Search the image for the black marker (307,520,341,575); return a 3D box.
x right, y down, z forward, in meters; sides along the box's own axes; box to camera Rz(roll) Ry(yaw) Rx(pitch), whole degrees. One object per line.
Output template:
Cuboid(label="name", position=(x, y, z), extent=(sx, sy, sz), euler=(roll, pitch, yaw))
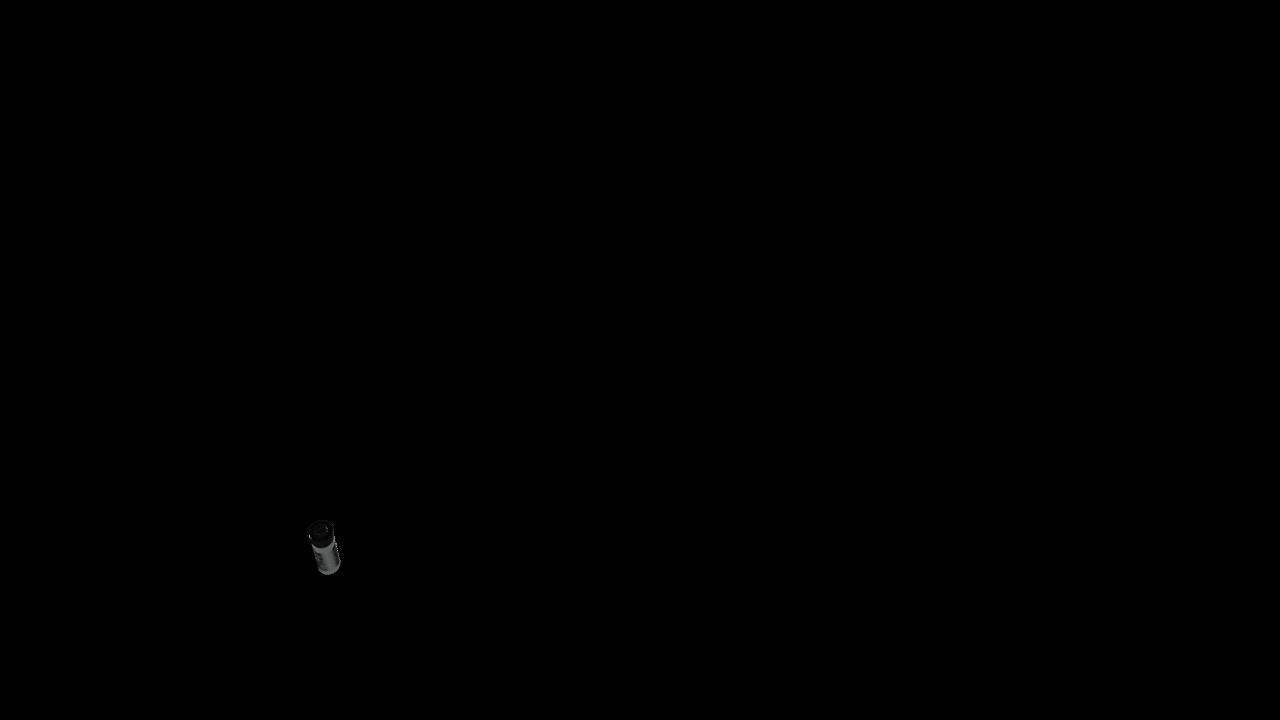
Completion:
Cuboid(label="black marker", position=(-0.267, 0.160, 0.522), extent=(0.020, 0.020, 0.121), euler=(0, -29, -24))
